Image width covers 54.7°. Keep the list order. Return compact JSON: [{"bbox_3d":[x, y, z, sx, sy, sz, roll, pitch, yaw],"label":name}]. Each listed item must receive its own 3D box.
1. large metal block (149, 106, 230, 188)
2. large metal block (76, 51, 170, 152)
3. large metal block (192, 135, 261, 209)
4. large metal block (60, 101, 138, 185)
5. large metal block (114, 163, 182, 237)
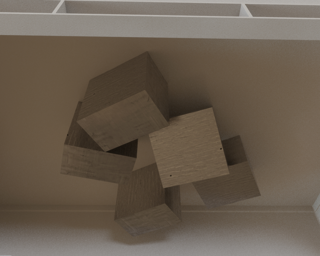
[{"bbox_3d":[0.036,0.022,0.387,0.080,0.050,0.080,-14,92,11],"label":"large metal block"},{"bbox_3d":[-0.038,-0.030,0.347,0.080,0.080,0.050,-23,127,17],"label":"large metal block"},{"bbox_3d":[0.092,0.066,0.451,0.080,0.050,0.080,-19,128,15],"label":"large metal block"},{"bbox_3d":[-0.072,0.018,0.387,0.081,0.080,0.050,12,129,-11],"label":"large metal block"},{"bbox_3d":[-0.017,0.104,0.462,0.080,0.080,0.050,-23,127,18],"label":"large metal block"}]
